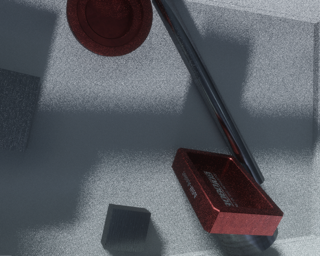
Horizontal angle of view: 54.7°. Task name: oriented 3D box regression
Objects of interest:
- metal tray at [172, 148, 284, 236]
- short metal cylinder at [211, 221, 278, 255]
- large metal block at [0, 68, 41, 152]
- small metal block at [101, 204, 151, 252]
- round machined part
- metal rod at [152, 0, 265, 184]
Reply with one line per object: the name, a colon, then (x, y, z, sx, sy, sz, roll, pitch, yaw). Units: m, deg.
metal tray: (0.077, 0.074, 0.384, 0.091, 0.130, 0.030, 10, 113, -20)
short metal cylinder: (0.112, 0.129, 0.425, 0.080, 0.080, 0.050, -30, 100, -18)
large metal block: (-0.178, -0.022, 0.331, 0.081, 0.050, 0.080, 12, 86, -20)
small metal block: (-0.044, 0.127, 0.396, 0.050, 0.025, 0.050, 13, 86, -20)
round machined part: (-0.061, -0.135, 0.373, 0.099, 0.042, 0.097, -4, 103, -18)
metal rod: (0.073, -0.047, 0.438, 0.025, 0.025, 0.299, -33, 101, -17)
